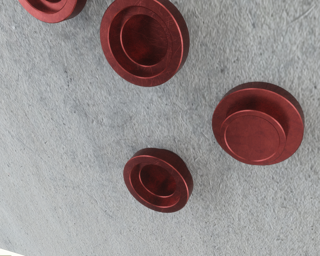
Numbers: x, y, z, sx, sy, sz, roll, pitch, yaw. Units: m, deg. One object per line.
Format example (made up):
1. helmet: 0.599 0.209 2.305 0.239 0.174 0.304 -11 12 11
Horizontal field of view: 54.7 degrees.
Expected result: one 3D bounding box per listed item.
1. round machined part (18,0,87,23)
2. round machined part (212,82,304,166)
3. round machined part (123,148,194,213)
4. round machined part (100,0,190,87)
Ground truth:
1. round machined part: -0.121 -0.173 0.352 0.098 0.042 0.097 13 124 21
2. round machined part: 0.105 0.002 0.342 0.098 0.042 0.097 13 124 21
3. round machined part: 0.001 0.069 0.438 0.098 0.042 0.097 13 124 21
4. round machined part: -0.013 -0.098 0.342 0.098 0.042 0.097 13 124 21
